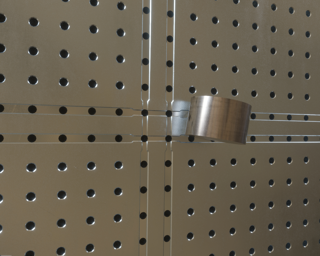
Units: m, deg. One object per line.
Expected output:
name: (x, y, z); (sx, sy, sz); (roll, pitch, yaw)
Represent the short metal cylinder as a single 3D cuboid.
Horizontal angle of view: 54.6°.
short metal cylinder: (0.077, -0.009, 0.411); (0.081, 0.080, 0.050); (11, 86, -20)
